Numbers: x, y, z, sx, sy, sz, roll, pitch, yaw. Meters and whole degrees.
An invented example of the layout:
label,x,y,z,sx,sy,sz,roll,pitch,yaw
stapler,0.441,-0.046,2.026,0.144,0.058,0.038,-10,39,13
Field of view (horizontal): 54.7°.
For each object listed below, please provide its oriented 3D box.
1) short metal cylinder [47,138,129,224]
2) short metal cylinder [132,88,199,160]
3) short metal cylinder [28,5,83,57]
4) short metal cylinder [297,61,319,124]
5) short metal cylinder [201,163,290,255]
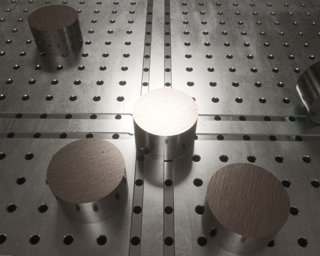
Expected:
label,x,y,z,sx,sy,sz,roll,pitch,yaw
short metal cylinder,-0.077,0.058,0.342,0.081,0.050,0.080,0,50,0
short metal cylinder,0.007,-0.006,0.396,0.081,0.050,0.080,0,50,0
short metal cylinder,-0.176,-0.167,0.530,0.081,0.050,0.080,0,50,0
short metal cylinder,0.234,-0.049,0.416,0.081,0.080,0.050,-2,50,-2
short metal cylinder,0.086,0.084,0.322,0.081,0.050,0.080,0,50,0
